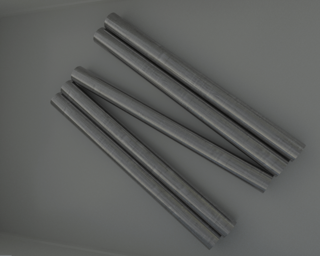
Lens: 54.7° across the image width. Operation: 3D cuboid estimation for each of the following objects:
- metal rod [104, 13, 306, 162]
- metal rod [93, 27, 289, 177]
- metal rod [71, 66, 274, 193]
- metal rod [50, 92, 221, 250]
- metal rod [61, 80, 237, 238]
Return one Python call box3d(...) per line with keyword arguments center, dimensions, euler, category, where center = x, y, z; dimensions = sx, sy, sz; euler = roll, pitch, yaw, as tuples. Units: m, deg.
box3d(center=(0.045, -0.061, 0.393), dimensions=(0.300, 0.025, 0.025), euler=(38, 102, 16), category="metal rod")
box3d(center=(0.028, -0.042, 0.399), dimensions=(0.300, 0.025, 0.025), euler=(38, 102, 16), category="metal rod")
box3d(center=(0.003, -0.006, 0.408), dimensions=(0.300, 0.025, 0.025), euler=(30, 100, 17), category="metal rod")
box3d(center=(-0.042, 0.049, 0.424), dimensions=(0.300, 0.025, 0.025), euler=(40, 103, 15), category="metal rod")
box3d(center=(-0.025, 0.032, 0.418), dimensions=(0.300, 0.025, 0.025), euler=(40, 103, 15), category="metal rod")
